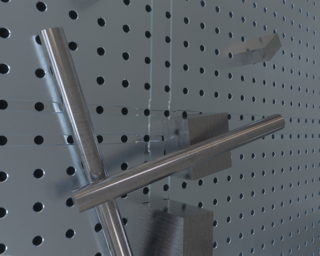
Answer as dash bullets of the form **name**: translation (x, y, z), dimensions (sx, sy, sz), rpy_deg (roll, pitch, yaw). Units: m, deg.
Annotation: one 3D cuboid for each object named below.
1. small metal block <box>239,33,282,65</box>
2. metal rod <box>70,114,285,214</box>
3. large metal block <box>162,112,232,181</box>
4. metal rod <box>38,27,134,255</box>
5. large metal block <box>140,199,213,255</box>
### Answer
- **small metal block**: translation (0.174, -0.137, 0.538), dimensions (0.050, 0.050, 0.025), rpy_deg (-46, 118, -30)
- **metal rod**: translation (0.042, 0.033, 0.380), dimensions (0.302, 0.025, 0.025), rpy_deg (-18, 102, -27)
- **large metal block**: translation (0.053, 0.022, 0.437), dimensions (0.081, 0.050, 0.079), rpy_deg (-10, 97, -40)
- **metal rod**: translation (-0.074, 0.042, 0.346), dimensions (0.025, 0.025, 0.298), rpy_deg (-24, 105, -37)
- **large metal block**: translation (0.019, 0.140, 0.389), dimensions (0.050, 0.080, 0.080), rpy_deg (2, 89, -40)
